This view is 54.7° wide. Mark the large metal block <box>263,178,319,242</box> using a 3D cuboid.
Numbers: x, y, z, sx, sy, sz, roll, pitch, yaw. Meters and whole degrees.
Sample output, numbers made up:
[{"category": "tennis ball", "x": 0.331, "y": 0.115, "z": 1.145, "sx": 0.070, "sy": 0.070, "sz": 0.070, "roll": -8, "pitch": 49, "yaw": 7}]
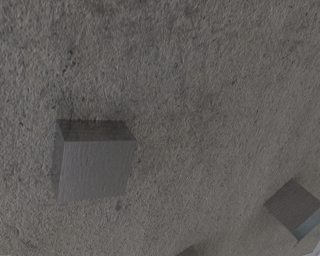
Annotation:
[{"category": "large metal block", "x": 0.271, "y": 0.162, "z": 0.619, "sx": 0.080, "sy": 0.080, "sz": 0.050, "roll": -43, "pitch": 129, "yaw": 1}]

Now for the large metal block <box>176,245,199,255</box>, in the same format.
[{"category": "large metal block", "x": 0.070, "y": 0.285, "z": 0.586, "sx": 0.050, "sy": 0.080, "sz": 0.080, "roll": -32, "pitch": 129, "yaw": -8}]

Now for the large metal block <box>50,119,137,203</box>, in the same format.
[{"category": "large metal block", "x": -0.081, "y": 0.037, "z": 0.369, "sx": 0.081, "sy": 0.050, "sz": 0.079, "roll": 1, "pitch": 118, "yaw": -29}]
